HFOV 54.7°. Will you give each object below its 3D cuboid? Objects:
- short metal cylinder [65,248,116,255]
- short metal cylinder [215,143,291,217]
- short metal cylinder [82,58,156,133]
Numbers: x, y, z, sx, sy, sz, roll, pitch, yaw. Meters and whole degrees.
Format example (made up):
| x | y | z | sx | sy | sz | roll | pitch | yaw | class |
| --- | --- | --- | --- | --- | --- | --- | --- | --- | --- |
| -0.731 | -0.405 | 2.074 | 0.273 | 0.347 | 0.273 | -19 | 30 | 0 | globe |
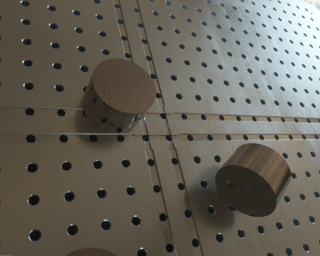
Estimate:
| x | y | z | sx | sy | sz | roll | pitch | yaw | class |
| --- | --- | --- | --- | --- | --- | --- | --- | --- | --- |
| -0.067 | 0.149 | 0.266 | 0.081 | 0.050 | 0.080 | 14 | 56 | -21 | short metal cylinder |
| 0.119 | 0.066 | 0.399 | 0.080 | 0.080 | 0.050 | 47 | 51 | 4 | short metal cylinder |
| -0.052 | -0.040 | 0.390 | 0.081 | 0.050 | 0.080 | 14 | 56 | -21 | short metal cylinder |
